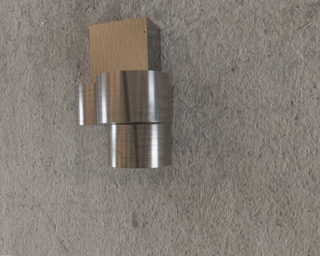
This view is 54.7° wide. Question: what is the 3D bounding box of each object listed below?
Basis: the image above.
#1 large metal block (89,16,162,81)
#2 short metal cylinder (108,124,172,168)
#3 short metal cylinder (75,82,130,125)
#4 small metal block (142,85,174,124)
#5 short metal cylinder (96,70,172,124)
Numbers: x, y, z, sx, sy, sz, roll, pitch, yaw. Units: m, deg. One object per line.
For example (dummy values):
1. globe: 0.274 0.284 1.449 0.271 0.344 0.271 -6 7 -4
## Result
1. large metal block: -0.044 -0.095 0.413 0.080 0.050 0.080 -2 89 20
2. short metal cylinder: -0.025 0.021 0.390 0.080 0.080 0.050 0 90 20
3. short metal cylinder: -0.069 -0.029 0.406 0.080 0.080 0.050 -2 89 20
4. small metal block: -0.002 -0.030 0.400 0.025 0.050 0.050 1 91 20
5. short metal cylinder: -0.028 -0.031 0.338 0.080 0.080 0.050 -2 89 20
